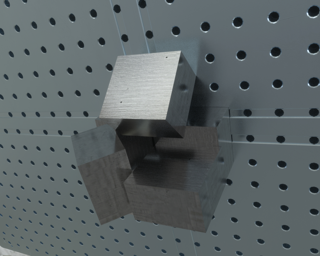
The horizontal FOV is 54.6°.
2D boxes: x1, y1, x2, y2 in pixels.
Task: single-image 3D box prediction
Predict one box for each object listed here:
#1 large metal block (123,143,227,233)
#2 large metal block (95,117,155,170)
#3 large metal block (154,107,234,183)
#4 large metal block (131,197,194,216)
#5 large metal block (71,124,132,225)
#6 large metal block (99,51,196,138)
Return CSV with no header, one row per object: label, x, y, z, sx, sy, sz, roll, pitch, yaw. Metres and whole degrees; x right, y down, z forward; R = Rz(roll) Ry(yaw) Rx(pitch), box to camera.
large metal block,0.020,0.059,0.337,0.080,0.080,0.050,2,119,27
large metal block,-0.033,0.016,0.423,0.080,0.050,0.080,7,122,25
large metal block,0.043,0.020,0.385,0.080,0.050,0.080,3,120,27
large metal block,0.017,0.100,0.422,0.080,0.050,0.080,2,164,27
large metal block,-0.064,0.050,0.366,0.050,0.080,0.080,-20,117,-13
large metal block,-0.012,-0.036,0.350,0.080,0.080,0.050,2,158,27
